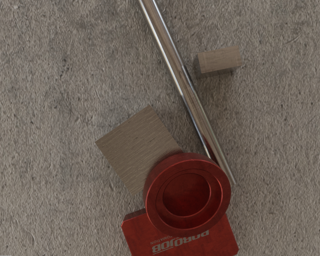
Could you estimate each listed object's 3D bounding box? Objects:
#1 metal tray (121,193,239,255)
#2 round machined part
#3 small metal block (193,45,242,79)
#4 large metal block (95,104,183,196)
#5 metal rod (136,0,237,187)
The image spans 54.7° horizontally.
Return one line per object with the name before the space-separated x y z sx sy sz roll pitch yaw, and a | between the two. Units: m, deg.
metal tray | 0.026 0.140 0.408 0.131 0.030 0.090 -20 90 0
round machined part | 0.028 0.074 0.361 0.099 0.042 0.097 -4 108 -12
small metal block | 0.072 -0.083 0.398 0.050 0.050 0.025 -12 90 0
large metal block | -0.023 0.027 0.397 0.080 0.050 0.080 -35 90 0
metal rod | 0.030 -0.061 0.410 0.025 0.025 0.299 -24 90 0
